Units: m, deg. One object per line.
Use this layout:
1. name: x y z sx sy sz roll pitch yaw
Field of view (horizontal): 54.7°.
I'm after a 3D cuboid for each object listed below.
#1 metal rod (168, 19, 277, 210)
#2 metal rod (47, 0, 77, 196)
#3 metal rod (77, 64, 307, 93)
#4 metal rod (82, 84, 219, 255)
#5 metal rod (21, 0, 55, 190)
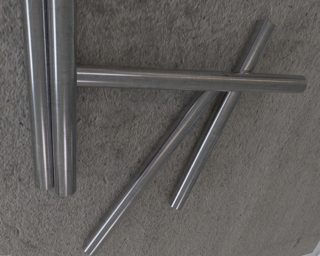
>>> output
1. metal rod: 0.082 -0.007 0.446 0.025 0.025 0.298 11 113 -33
2. metal rod: -0.093 -0.057 0.298 0.025 0.025 0.298 -6 121 -25
3. metal rod: 0.052 -0.058 0.376 0.302 0.025 0.025 -1 119 -20
4. metal rod: -0.017 0.061 0.435 0.025 0.025 0.299 29 103 -38
5. metal rod: -0.118 -0.064 0.302 0.025 0.025 0.298 -6 121 -25
